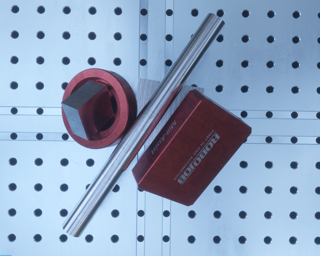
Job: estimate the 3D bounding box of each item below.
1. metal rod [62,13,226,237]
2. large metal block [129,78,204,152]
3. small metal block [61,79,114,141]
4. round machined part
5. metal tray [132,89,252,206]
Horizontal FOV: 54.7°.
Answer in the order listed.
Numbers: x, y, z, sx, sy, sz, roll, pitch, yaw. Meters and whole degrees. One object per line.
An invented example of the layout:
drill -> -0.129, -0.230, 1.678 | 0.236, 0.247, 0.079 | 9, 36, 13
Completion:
metal rod -> -0.018, -0.004, 0.363 | 0.025, 0.025, 0.299 | 35, 90, -1
large metal block -> 0.008, -0.015, 0.401 | 0.081, 0.050, 0.080 | 9, 90, -1
small metal block -> -0.085, -0.022, 0.372 | 0.025, 0.050, 0.050 | 22, 51, 25
round machined part -> -0.072, -0.024, 0.391 | 0.098, 0.042, 0.097 | 1, 93, 25
metal tray -> 0.038, 0.029, 0.378 | 0.090, 0.030, 0.129 | 28, 105, -32
